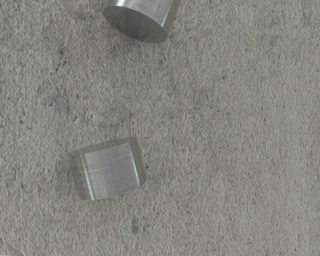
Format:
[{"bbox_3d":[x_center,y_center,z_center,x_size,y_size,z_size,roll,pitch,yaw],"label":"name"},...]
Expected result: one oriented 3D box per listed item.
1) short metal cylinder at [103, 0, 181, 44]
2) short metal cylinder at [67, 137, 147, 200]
[{"bbox_3d":[-0.021,-0.144,0.372,0.080,0.080,0.050,23,83,-19],"label":"short metal cylinder"},{"bbox_3d":[-0.060,0.044,0.358,0.081,0.080,0.050,-15,95,-19],"label":"short metal cylinder"}]
